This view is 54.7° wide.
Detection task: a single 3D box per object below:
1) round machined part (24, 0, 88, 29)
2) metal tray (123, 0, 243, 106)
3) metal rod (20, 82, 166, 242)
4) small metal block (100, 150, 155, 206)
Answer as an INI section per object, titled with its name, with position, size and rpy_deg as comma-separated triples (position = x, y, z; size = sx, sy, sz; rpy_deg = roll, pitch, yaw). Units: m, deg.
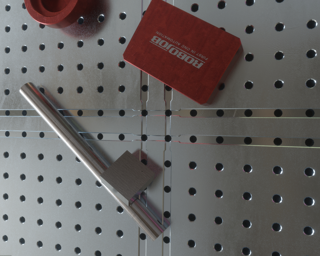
[round machined part]
position = -0.145, -0.194, 0.453
size = 0.098, 0.042, 0.097
rpy_deg = 0, 90, 19
[metal tray]
position = 0.027, -0.098, 0.400
size = 0.130, 0.030, 0.090
rpy_deg = 33, 100, 16
[metal rod]
position = -0.104, 0.041, 0.447
size = 0.300, 0.025, 0.025
rpy_deg = 45, 104, 14
[small metal block]
position = -0.043, 0.067, 0.413
size = 0.050, 0.025, 0.050
rpy_deg = 38, 63, 15
